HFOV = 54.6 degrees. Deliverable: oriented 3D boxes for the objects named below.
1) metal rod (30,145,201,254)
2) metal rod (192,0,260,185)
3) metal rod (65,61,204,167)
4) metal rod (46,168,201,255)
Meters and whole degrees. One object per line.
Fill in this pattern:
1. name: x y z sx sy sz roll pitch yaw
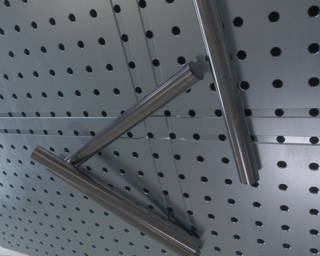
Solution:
1. metal rod: -0.071 0.115 0.499 0.301 0.025 0.025 30 129 0
2. metal rod: 0.067 -0.067 0.334 0.025 0.025 0.299 -6 116 31
3. metal rod: -0.058 -0.001 0.441 0.299 0.025 0.025 -33 100 38
4. metal rod: -0.067 0.141 0.534 0.301 0.025 0.025 30 128 9
